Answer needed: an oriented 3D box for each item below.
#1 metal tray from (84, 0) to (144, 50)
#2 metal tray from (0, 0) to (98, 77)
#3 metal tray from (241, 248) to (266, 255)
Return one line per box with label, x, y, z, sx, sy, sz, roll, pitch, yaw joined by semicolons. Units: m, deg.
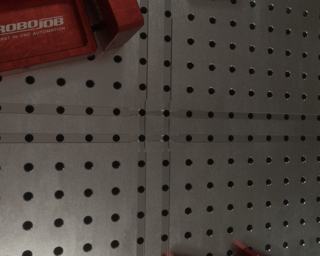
metal tray;-0.067;-0.164;0.353;0.030;0.090;0.129;-25;99;-19
metal tray;-0.148;-0.115;0.355;0.131;0.030;0.089;-18;96;-20
metal tray;0.145;0.260;0.466;0.090;0.030;0.130;28;81;-18
